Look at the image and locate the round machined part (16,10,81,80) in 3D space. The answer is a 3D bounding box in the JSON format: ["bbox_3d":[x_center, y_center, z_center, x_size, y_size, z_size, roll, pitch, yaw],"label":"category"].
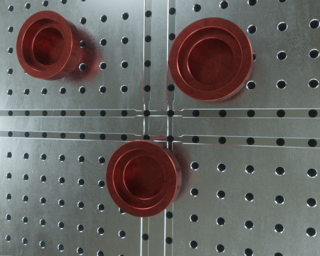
[{"bbox_3d":[-0.159,-0.119,0.461,0.098,0.042,0.097,0,90,20],"label":"round machined part"}]

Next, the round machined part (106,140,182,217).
[{"bbox_3d":[-0.018,0.064,0.410,0.098,0.042,0.097,0,90,20],"label":"round machined part"}]

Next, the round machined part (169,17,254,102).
[{"bbox_3d":[0.064,-0.081,0.381,0.098,0.042,0.097,0,90,20],"label":"round machined part"}]
